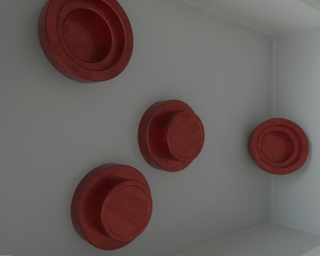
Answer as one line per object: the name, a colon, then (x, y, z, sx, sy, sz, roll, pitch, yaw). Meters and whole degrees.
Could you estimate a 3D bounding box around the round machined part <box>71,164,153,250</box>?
round machined part: (-0.047, 0.091, 0.358, 0.099, 0.042, 0.097, 0, 90, -40)

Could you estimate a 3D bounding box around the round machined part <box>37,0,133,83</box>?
round machined part: (-0.080, -0.096, 0.329, 0.099, 0.042, 0.097, 0, 90, -40)

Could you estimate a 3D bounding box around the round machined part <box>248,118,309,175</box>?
round machined part: (0.206, 0.033, 0.550, 0.099, 0.042, 0.097, 0, 82, 2)

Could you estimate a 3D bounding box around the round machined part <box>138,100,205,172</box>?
round machined part: (0.022, 0.010, 0.416, 0.099, 0.042, 0.097, 0, 90, -40)
